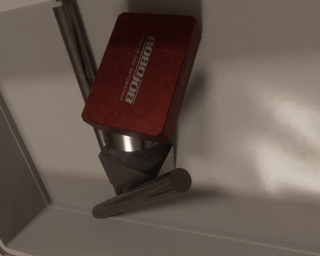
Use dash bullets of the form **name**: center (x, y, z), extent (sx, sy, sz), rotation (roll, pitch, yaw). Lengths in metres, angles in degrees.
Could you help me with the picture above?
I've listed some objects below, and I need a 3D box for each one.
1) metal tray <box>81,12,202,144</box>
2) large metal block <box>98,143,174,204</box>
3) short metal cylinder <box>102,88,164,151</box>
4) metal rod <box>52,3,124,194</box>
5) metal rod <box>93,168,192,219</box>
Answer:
- **metal tray**: center (-0.017, -0.056, 0.323), extent (0.090, 0.130, 0.030), rotation (11, 165, 21)
- **large metal block**: center (-0.028, 0.051, 0.421), extent (0.080, 0.050, 0.080), rotation (18, 147, 17)
- **short metal cylinder**: center (-0.034, -0.014, 0.381), extent (0.080, 0.080, 0.050), rotation (9, 122, 23)
- **metal rod**: center (-0.088, -0.018, 0.441), extent (0.025, 0.025, 0.298), rotation (1, 119, 27)
- **metal rod**: center (-0.045, 0.101, 0.434), extent (0.025, 0.025, 0.299), rotation (46, 147, -5)
